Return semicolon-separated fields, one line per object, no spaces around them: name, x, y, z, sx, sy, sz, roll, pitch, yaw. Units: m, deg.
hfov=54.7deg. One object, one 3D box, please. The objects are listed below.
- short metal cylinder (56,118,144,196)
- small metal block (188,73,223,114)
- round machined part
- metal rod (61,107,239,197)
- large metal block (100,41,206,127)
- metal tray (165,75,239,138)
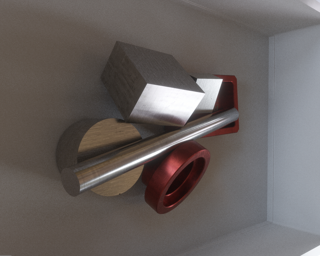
short metal cylinder;-0.063;0.030;0.336;0.081;0.050;0.079;0;90;-40
small metal block;0.053;-0.048;0.423;0.050;0.025;0.050;-6;120;-40
round machined part;0.015;0.056;0.388;0.099;0.042;0.097;-38;149;-27
metal rod;0.019;0.012;0.369;0.302;0.025;0.025;-20;103;-49
large metal block;-0.010;-0.049;0.352;0.081;0.080;0.050;4;130;-39
metal tray;0.064;-0.033;0.456;0.131;0.030;0.089;-6;94;-40
